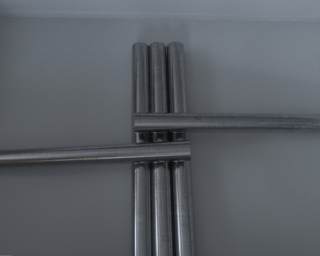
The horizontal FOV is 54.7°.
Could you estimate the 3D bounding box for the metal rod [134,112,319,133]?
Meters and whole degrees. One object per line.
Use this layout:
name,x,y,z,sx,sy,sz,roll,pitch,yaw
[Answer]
metal rod,0.119,-0.006,0.394,0.302,0.025,0.025,0,70,-7

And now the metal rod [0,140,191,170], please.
metal rod,-0.114,0.035,0.377,0.302,0.025,0.025,-3,70,5

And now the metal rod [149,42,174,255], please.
metal rod,0.000,0.022,0.400,0.025,0.025,0.299,-1,70,-1

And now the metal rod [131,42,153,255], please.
metal rod,-0.024,0.023,0.400,0.025,0.025,0.299,-1,70,-1

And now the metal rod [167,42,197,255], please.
metal rod,0.026,0.022,0.401,0.025,0.025,0.299,-1,70,-1
